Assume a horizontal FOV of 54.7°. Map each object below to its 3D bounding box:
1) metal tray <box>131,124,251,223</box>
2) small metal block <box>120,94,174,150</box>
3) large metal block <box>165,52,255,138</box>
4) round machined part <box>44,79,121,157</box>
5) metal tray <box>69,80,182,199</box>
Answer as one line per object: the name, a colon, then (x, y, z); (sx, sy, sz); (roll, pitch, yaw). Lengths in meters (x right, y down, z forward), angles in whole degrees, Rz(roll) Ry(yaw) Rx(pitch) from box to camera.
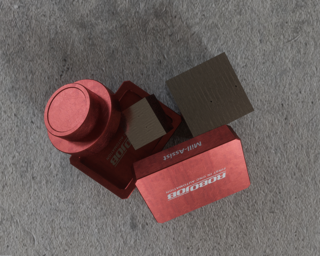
metal tray: (0.041, 0.060, 0.386); (0.131, 0.030, 0.090); (-23, 126, 0)
small metal block: (-0.019, -0.007, 0.388); (0.050, 0.025, 0.050); (-29, 93, 28)
large metal block: (0.060, -0.039, 0.399); (0.080, 0.050, 0.080); (-27, 90, 0)
round machined part: (-0.101, -0.016, 0.381); (0.098, 0.042, 0.098); (-8, 70, 22)
metal tray: (-0.043, 0.015, 0.407); (0.090, 0.030, 0.130); (35, 90, 0)
